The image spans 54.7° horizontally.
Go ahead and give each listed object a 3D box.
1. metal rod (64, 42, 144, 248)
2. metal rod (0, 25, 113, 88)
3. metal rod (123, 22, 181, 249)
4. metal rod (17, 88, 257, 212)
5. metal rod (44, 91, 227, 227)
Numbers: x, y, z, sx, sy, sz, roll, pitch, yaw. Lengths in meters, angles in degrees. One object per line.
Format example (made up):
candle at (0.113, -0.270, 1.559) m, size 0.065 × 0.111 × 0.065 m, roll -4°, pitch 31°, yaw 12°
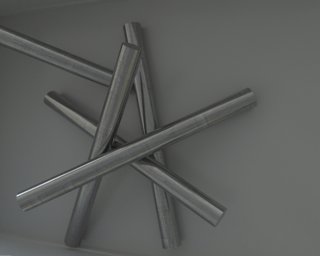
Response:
metal rod at (-0.079, 0.039, 0.396) m, size 0.025 × 0.025 × 0.298 m, roll 29°, pitch 115°, yaw 17°
metal rod at (-0.183, -0.112, 0.409) m, size 0.302 × 0.025 × 0.025 m, roll 21°, pitch 98°, yaw -7°
metal rod at (-0.011, 0.007, 0.413) m, size 0.025 × 0.025 × 0.298 m, roll -12°, pitch 86°, yaw 19°
metal rod at (-0.027, 0.025, 0.371) m, size 0.301 × 0.025 × 0.025 m, roll -25°, pitch 82°, yaw -1°
metal rod at (-0.048, 0.027, 0.405) m, size 0.300 × 0.025 × 0.025 m, roll 32°, pitch 100°, yaw 25°
